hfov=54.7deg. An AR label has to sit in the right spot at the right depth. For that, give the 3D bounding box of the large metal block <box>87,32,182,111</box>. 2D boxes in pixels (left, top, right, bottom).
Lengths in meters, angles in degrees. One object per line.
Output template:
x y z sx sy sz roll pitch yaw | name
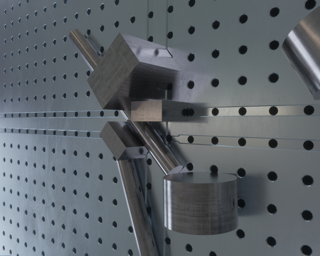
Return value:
-0.033 -0.067 0.401 0.080 0.081 0.050 -47 62 30 | large metal block

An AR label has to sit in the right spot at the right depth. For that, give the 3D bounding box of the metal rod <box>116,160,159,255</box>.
-0.012 0.184 0.419 0.025 0.025 0.299 -26 74 37 | metal rod

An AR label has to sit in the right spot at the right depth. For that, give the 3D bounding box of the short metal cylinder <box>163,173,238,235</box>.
0.044 0.078 0.338 0.080 0.081 0.050 -1 89 40 | short metal cylinder

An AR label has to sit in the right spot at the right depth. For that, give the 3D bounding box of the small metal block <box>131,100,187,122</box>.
-0.001 -0.021 0.394 0.050 0.050 0.025 1 91 40 | small metal block

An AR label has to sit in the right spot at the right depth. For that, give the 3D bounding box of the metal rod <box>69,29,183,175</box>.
-0.062 -0.051 0.460 0.025 0.025 0.300 -52 60 27 | metal rod

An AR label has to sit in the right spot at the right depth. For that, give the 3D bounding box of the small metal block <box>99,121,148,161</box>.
-0.048 0.017 0.433 0.050 0.050 0.025 50 120 28 | small metal block

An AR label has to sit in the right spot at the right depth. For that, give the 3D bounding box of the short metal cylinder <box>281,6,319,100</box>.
0.149 -0.066 0.250 0.080 0.081 0.050 -38 67 34 | short metal cylinder
